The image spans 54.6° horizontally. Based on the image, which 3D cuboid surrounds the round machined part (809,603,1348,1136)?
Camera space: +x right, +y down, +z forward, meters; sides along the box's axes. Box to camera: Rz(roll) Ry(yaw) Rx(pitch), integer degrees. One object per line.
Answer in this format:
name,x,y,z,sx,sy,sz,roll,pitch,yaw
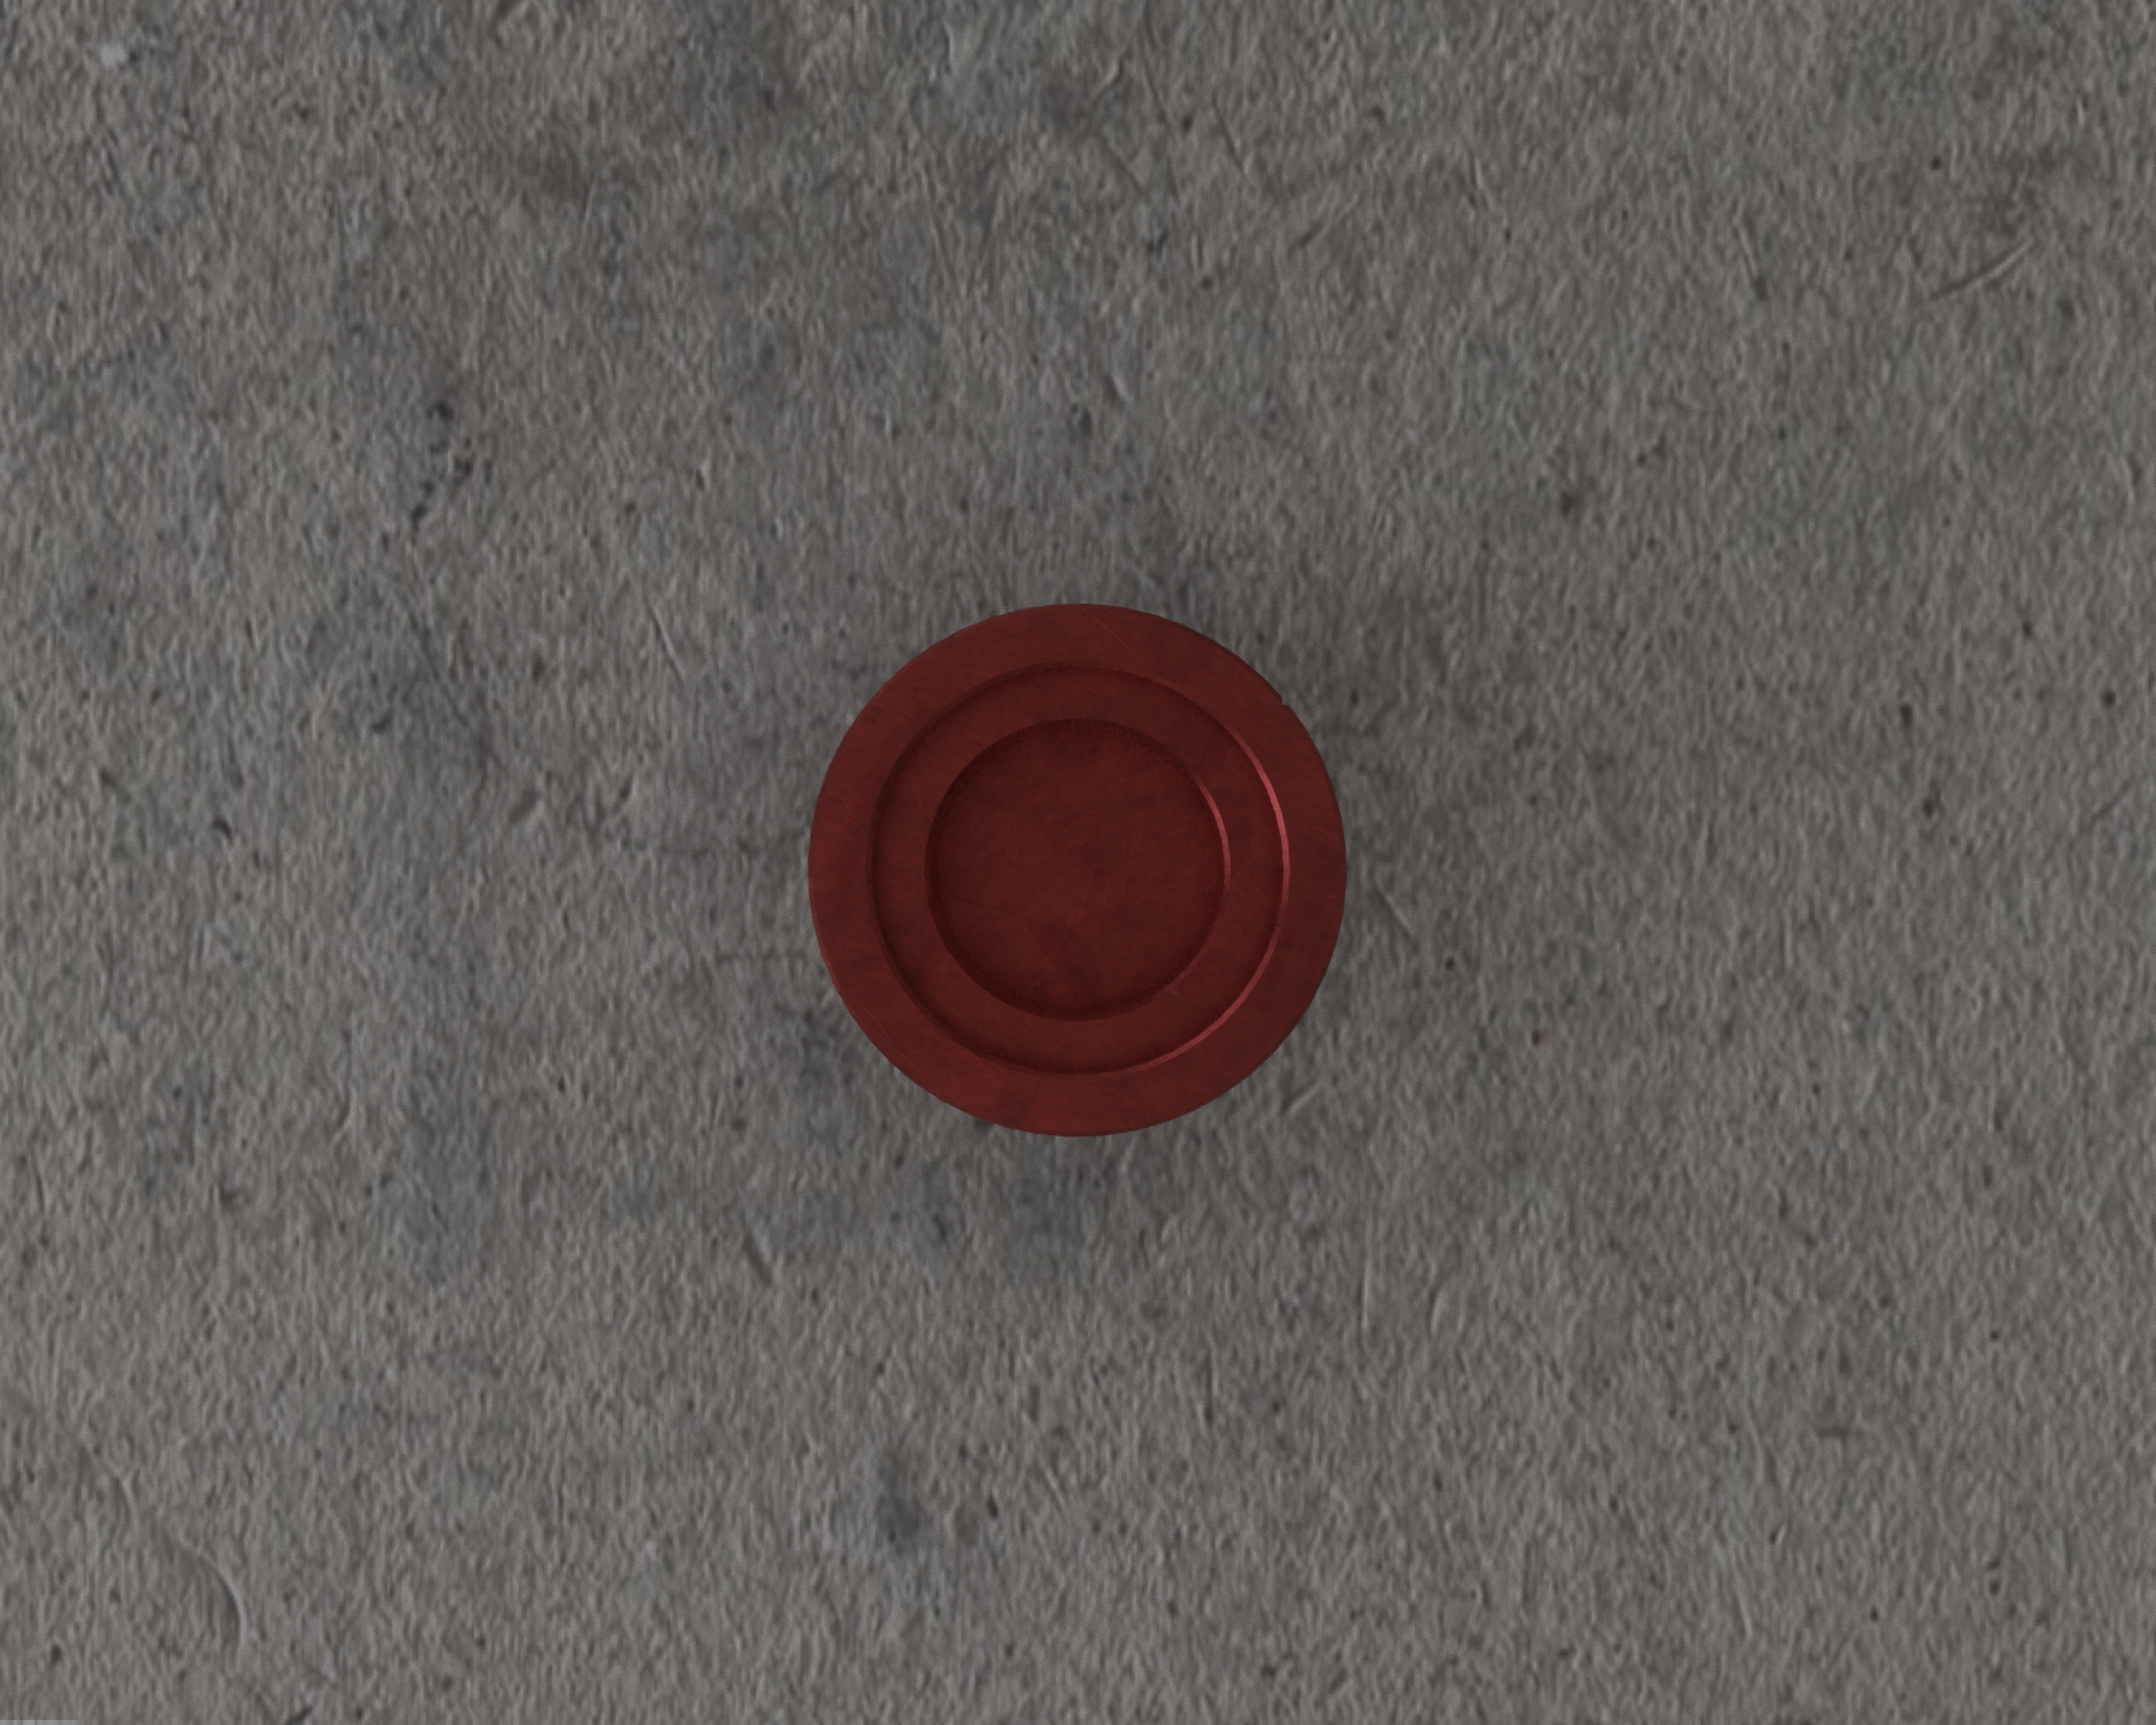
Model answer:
round machined part,0.000,0.001,0.401,0.099,0.042,0.097,0,90,0
